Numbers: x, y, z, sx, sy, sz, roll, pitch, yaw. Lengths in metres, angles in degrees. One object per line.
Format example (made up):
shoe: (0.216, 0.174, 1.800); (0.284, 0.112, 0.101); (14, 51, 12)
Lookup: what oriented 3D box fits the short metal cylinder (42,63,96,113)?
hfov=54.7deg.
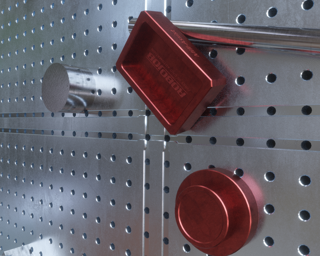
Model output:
short metal cylinder: (-0.153, -0.065, 0.516); (0.080, 0.050, 0.079); (0, 90, 39)

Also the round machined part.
round machined part: (0.056, 0.096, 0.351); (0.098, 0.042, 0.097); (0, 90, 39)

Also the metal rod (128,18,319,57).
metal rod: (0.077, -0.103, 0.344); (0.300, 0.025, 0.025); (19, 102, 38)

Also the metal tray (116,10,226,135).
metal tray: (0.007, -0.068, 0.378); (0.130, 0.030, 0.089); (51, 130, 20)

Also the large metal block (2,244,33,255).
large metal block: (-0.291, 0.300, 0.629); (0.080, 0.050, 0.080); (51, 120, 27)
